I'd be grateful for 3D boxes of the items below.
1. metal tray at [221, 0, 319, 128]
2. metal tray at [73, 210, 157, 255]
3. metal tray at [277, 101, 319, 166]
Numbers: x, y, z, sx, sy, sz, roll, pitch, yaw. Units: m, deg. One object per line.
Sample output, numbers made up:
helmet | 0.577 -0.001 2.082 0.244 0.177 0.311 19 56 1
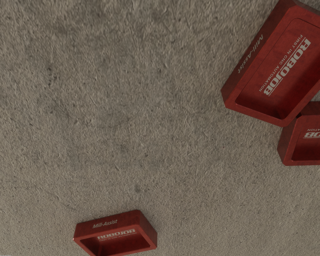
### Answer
metal tray | 0.140 -0.067 0.348 0.091 0.030 0.129 18 128 -15
metal tray | -0.081 0.201 0.573 0.130 0.030 0.090 -17 129 13
metal tray | 0.234 0.008 0.412 0.131 0.030 0.089 -2 130 1
